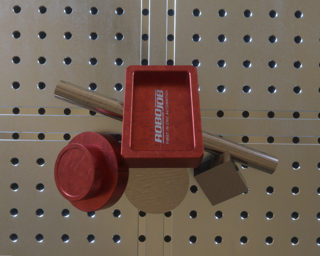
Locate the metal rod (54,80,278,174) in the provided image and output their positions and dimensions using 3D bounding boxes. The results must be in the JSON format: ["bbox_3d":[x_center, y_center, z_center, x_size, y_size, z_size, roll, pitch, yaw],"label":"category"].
[{"bbox_3d":[0.008,-0.001,0.410,0.301,0.025,0.025,20,90,0],"label":"metal rod"}]

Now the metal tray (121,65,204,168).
[{"bbox_3d":[0.002,-0.017,0.378,0.091,0.030,0.130,0,61,-1],"label":"metal tray"}]

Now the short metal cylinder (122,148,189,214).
[{"bbox_3d":[-0.005,0.064,0.397,0.081,0.050,0.079,0,90,0],"label":"short metal cylinder"}]

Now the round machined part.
[{"bbox_3d":[-0.090,0.053,0.377,0.098,0.042,0.097,-3,84,32],"label":"round machined part"}]

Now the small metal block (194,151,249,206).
[{"bbox_3d":[0.078,0.065,0.399,0.050,0.025,0.050,-28,106,16],"label":"small metal block"}]
